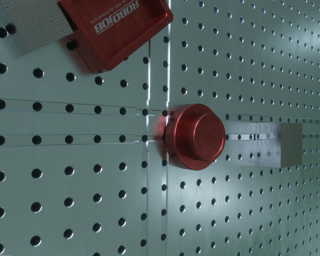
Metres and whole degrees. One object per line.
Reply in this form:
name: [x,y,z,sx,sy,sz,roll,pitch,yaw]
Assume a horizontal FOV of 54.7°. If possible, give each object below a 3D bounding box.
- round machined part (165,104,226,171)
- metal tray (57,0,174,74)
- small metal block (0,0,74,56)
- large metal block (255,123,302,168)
round machined part: [0.058,0.013,0.449,0.099,0.042,0.097,0,90,-40]
metal tray: [-0.050,-0.136,0.365,0.131,0.030,0.090,-47,118,-30]
small metal block: [-0.124,-0.106,0.306,0.050,0.025,0.050,-39,114,-33]
large metal block: [0.226,0.030,0.586,0.081,0.050,0.079,0,90,-40]
